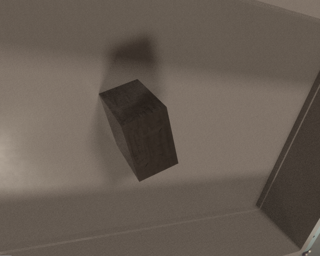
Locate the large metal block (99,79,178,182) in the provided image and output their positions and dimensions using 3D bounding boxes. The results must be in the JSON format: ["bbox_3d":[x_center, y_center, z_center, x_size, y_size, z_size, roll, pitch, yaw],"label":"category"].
[{"bbox_3d":[-0.025,0.001,0.361,0.050,0.080,0.080,-24,127,-14],"label":"large metal block"}]
